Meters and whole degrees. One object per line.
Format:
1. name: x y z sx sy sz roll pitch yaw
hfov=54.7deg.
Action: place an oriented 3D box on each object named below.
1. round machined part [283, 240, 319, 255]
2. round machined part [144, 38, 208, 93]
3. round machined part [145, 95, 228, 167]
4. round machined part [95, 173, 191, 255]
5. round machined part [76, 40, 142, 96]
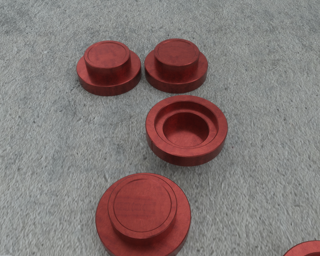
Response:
1. round machined part: 0.142 0.152 0.265 0.099 0.042 0.098 0 50 0
2. round machined part: 0.025 -0.102 0.478 0.099 0.042 0.098 0 50 0
3. round machined part: 0.032 0.007 0.386 0.099 0.042 0.098 0 50 0
4. round machined part: -0.017 0.087 0.318 0.099 0.042 0.098 0 50 0
5. round machined part: -0.078 -0.097 0.473 0.099 0.042 0.098 0 50 0
